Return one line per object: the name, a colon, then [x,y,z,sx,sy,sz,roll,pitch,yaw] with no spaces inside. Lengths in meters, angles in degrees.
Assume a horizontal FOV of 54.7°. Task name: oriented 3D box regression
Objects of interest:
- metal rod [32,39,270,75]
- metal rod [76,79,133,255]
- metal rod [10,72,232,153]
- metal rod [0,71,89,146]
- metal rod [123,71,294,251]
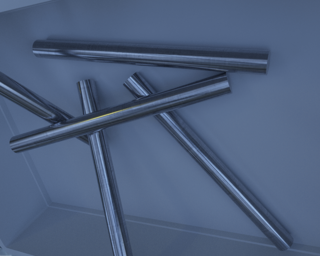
metal rod: [-0.028,-0.087,0.368,0.301,0.025,0.025,9,122,23]
metal rod: [-0.069,0.082,0.416,0.025,0.025,0.298,-15,86,34]
metal rod: [-0.062,-0.013,0.384,0.301,0.025,0.025,-15,112,19]
metal rod: [-0.188,-0.049,0.384,0.025,0.025,0.301,-23,136,36]
metal rod: [0.065,0.046,0.401,0.300,0.025,0.025,47,129,-5]
